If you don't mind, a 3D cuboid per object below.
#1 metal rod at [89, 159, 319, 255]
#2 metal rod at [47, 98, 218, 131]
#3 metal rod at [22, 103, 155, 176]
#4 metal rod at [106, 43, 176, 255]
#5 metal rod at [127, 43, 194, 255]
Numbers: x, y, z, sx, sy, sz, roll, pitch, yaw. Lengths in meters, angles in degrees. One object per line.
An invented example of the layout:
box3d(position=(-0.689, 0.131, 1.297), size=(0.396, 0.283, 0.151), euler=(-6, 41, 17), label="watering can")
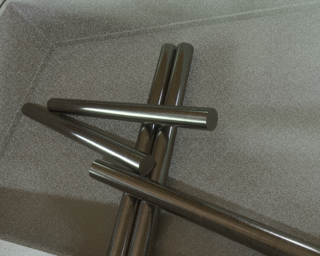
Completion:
box3d(position=(0.051, 0.087, 0.301), size=(0.300, 0.025, 0.025), euler=(17, 70, 28), label="metal rod")
box3d(position=(-0.061, -0.023, 0.423), size=(0.300, 0.025, 0.025), euler=(7, 65, 38), label="metal rod")
box3d(position=(-0.123, 0.005, 0.447), size=(0.300, 0.025, 0.025), euler=(19, 72, 40), label="metal rod")
box3d(position=(-0.016, 0.013, 0.401), size=(0.025, 0.025, 0.300), euler=(-1, 61, 27), label="metal rod")
box3d(position=(0.006, 0.015, 0.388), size=(0.025, 0.025, 0.300), euler=(-1, 61, 27), label="metal rod")
